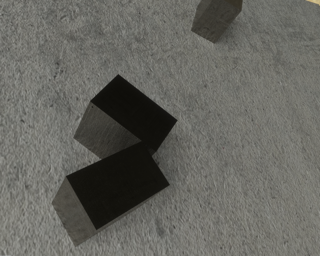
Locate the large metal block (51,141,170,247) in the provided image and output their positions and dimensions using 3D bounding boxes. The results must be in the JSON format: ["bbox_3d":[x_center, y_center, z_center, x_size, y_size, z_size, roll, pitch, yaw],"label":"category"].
[{"bbox_3d":[-0.050,0.065,0.302,0.081,0.080,0.050,-24,75,-37],"label":"large metal block"}]

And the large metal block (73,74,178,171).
[{"bbox_3d":[-0.041,0.002,0.345,0.080,0.080,0.050,38,51,-3],"label":"large metal block"}]

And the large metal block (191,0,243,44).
[{"bbox_3d":[0.103,-0.214,0.554,0.050,0.080,0.080,25,53,-13],"label":"large metal block"}]
